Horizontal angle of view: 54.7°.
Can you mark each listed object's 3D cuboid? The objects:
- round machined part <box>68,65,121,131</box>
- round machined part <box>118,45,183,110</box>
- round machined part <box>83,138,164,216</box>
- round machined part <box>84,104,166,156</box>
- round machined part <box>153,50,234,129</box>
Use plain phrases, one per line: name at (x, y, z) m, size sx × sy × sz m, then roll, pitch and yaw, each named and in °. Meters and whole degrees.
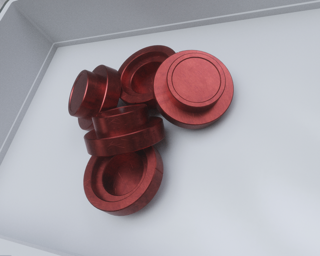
round machined part at (-0.099, -0.045, 0.444) m, size 0.098 × 0.042 × 0.098 m, roll -29°, pitch 53°, yaw 48°
round machined part at (-0.011, -0.066, 0.438) m, size 0.098 × 0.042 × 0.098 m, roll -13°, pitch 56°, yaw 21°
round machined part at (-0.040, 0.059, 0.377) m, size 0.098 × 0.042 × 0.098 m, roll -13°, pitch 56°, yaw 21°
round machined part at (-0.045, -0.002, 0.381) m, size 0.098 × 0.098 × 0.042 m, roll -6°, pitch 103°, yaw 25°
round machined part at (0.041, -0.051, 0.374) m, size 0.099 × 0.042 × 0.098 m, roll 1°, pitch 76°, yaw -3°
